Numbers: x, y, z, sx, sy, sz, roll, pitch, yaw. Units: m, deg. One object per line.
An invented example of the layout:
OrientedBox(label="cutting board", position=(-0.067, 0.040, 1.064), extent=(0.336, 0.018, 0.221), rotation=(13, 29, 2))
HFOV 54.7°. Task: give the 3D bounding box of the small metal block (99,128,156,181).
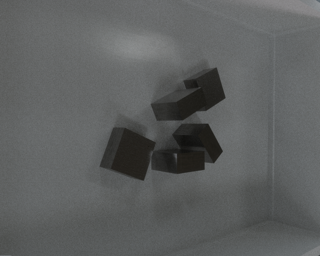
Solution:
OrientedBox(label="small metal block", position=(-0.038, 0.032, 0.376), extent=(0.050, 0.025, 0.050), rotation=(28, 72, -37))

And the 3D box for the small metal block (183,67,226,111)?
OrientedBox(label="small metal block", position=(0.068, -0.058, 0.466), extent=(0.050, 0.025, 0.050), rotation=(-32, 110, -36))

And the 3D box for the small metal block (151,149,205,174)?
OrientedBox(label="small metal block", position=(0.024, 0.043, 0.413), extent=(0.050, 0.050, 0.025), rotation=(-1, 91, -40))

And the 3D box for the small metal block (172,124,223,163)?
OrientedBox(label="small metal block", position=(0.053, 0.021, 0.437), extent=(0.025, 0.050, 0.050), rotation=(-47, 118, -30))

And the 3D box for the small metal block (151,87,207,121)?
OrientedBox(label="small metal block", position=(0.025, -0.032, 0.414), extent=(0.050, 0.050, 0.025), rotation=(-32, 111, -36))
